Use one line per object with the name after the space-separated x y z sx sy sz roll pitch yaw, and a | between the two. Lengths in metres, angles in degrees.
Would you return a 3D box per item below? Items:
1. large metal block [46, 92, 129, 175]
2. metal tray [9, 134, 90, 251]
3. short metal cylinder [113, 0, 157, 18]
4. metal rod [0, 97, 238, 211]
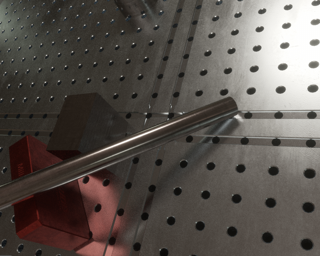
-0.092 0.010 0.414 0.050 0.080 0.080 -2 61 27 | large metal block
-0.139 0.080 0.388 0.030 0.090 0.130 -33 52 7 | metal tray
-0.049 -0.252 0.570 0.080 0.050 0.080 -13 56 20 | short metal cylinder
-0.048 0.027 0.346 0.302 0.025 0.025 -21 50 -13 | metal rod
